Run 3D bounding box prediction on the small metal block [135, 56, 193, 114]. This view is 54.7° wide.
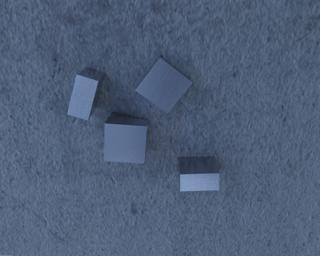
[{"bbox_3d":[0.005,-0.055,0.390,0.050,0.025,0.050,36,106,-13],"label":"small metal block"}]

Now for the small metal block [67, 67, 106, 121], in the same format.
[{"bbox_3d":[-0.089,-0.043,0.379,0.025,0.050,0.050,17,109,-7],"label":"small metal block"}]

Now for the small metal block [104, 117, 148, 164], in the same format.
[{"bbox_3d":[-0.043,0.015,0.388,0.050,0.025,0.050,4,110,-2],"label":"small metal block"}]

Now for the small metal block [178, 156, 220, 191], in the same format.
[{"bbox_3d":[0.051,0.061,0.420,0.050,0.050,0.025,-2,110,0],"label":"small metal block"}]

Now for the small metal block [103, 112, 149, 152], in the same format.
[{"bbox_3d":[-0.045,0.010,0.413,0.050,0.025,0.050,12,110,-5],"label":"small metal block"}]
